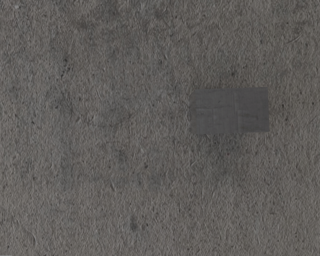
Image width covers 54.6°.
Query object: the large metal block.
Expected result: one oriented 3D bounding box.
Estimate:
[{"bbox_3d":[0.080,-0.019,0.383,0.080,0.080,0.050,-2,90,0],"label":"large metal block"}]
